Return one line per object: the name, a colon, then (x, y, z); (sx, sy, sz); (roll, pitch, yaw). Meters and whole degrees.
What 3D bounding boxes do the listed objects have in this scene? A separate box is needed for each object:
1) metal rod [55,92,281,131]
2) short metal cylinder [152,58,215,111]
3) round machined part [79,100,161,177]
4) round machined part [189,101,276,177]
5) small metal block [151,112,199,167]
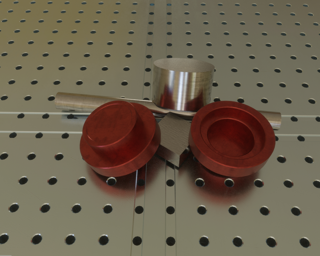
metal rod: (0.008, -0.023, 0.422); (0.302, 0.025, 0.025); (6, 50, 4)
short metal cylinder: (0.031, -0.061, 0.419); (0.081, 0.050, 0.080); (3, 25, -1)
round machined part: (-0.052, 0.005, 0.370); (0.098, 0.042, 0.098); (-11, 49, 14)
round machined part: (0.084, 0.017, 0.375); (0.099, 0.042, 0.098); (2, 52, -2)
small metal block: (0.018, 0.013, 0.391); (0.050, 0.025, 0.050); (29, 56, 22)
